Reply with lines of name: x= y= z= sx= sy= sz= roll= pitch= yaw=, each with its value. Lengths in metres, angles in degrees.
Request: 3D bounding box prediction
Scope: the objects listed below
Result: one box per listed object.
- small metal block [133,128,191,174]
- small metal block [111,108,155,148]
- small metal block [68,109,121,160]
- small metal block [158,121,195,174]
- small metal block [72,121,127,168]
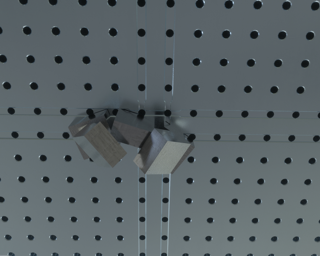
small metal block: x=0.003 y=0.030 z=0.383 sx=0.050 sy=0.025 sz=0.050 roll=11 pitch=118 yaw=-52
small metal block: x=-0.035 y=0.001 z=0.400 sx=0.050 sy=0.050 sz=0.025 roll=18 pitch=109 yaw=-7
small metal block: x=-0.086 y=0.009 z=0.416 sx=0.050 sy=0.025 sz=0.050 roll=-18 pitch=109 yaw=6
small metal block: x=0.011 y=0.027 z=0.424 sx=0.050 sy=0.025 sz=0.050 roll=34 pitch=106 yaw=-12
small metal block: x=-0.074 y=0.021 z=0.377 sx=0.025 sy=0.050 sz=0.050 roll=-46 pitch=108 yaw=-25
